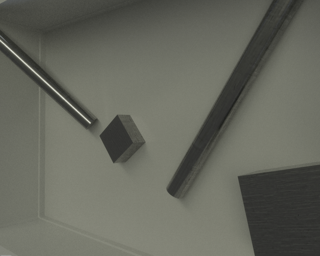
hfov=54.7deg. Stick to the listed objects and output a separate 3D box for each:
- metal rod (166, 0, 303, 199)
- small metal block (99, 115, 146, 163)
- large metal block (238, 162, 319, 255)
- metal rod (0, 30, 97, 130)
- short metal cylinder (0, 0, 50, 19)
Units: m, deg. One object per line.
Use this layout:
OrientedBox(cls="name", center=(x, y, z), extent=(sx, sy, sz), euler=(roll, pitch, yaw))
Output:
OrientedBox(cls="metal rod", center=(0.083, -0.044, 0.336), extent=(0.025, 0.025, 0.298), euler=(41, 114, 32))
OrientedBox(cls="small metal block", center=(-0.055, 0.016, 0.450), extent=(0.050, 0.025, 0.050), euler=(-46, 63, 30))
OrientedBox(cls="large metal block", center=(0.128, 0.076, 0.285), extent=(0.080, 0.050, 0.080), euler=(-17, 79, 38))
OrientedBox(cls="metal rod", center=(-0.220, -0.108, 0.498), extent=(0.300, 0.025, 0.025), euler=(42, 119, 0))
OrientedBox(cls="short metal cylinder", center=(-0.257, -0.247, 0.581), extent=(0.050, 0.081, 0.079), euler=(18, 102, 38))
